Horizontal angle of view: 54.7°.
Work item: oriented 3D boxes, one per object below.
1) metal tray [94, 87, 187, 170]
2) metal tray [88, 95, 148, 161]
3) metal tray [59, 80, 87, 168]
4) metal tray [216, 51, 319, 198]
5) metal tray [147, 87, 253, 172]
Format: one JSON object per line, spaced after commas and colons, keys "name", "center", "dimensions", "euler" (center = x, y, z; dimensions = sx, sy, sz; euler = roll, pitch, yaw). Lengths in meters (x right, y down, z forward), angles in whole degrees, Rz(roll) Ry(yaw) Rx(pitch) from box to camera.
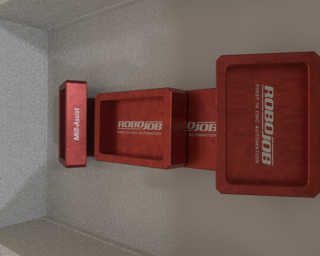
{"name": "metal tray", "center": [-0.029, 0.000, 0.386], "dimensions": [0.130, 0.030, 0.089], "euler": [1, 90, 40]}
{"name": "metal tray", "center": [-0.057, -0.001, 0.450], "dimensions": [0.130, 0.030, 0.089], "euler": [0, 90, 40]}
{"name": "metal tray", "center": [-0.141, -0.006, 0.495], "dimensions": [0.090, 0.030, 0.129], "euler": [-179, 89, -65]}
{"name": "metal tray", "center": [0.099, -0.003, 0.294], "dimensions": [0.090, 0.030, 0.129], "euler": [0, 90, 11]}
{"name": "metal tray", "center": [0.042, 0.001, 0.367], "dimensions": [0.130, 0.030, 0.089], "euler": [0, 90, 40]}
